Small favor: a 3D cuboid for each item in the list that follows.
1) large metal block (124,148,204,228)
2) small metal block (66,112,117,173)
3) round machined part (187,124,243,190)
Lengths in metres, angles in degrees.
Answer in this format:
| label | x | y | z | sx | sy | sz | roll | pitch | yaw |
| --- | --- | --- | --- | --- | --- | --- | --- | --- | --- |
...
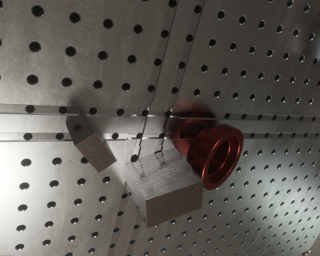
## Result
| label | x | y | z | sx | sy | sz | roll | pitch | yaw |
| --- | --- | --- | --- | --- | --- | --- | --- | --- | --- |
| large metal block | 0.003 | 0.079 | 0.428 | 0.081 | 0.080 | 0.050 | -15 | 125 | -21 |
| small metal block | -0.081 | 0.017 | 0.362 | 0.025 | 0.050 | 0.050 | -35 | 129 | -6 |
| round machined part | 0.077 | 0.038 | 0.456 | 0.099 | 0.042 | 0.097 | -29 | 132 | -36 |
